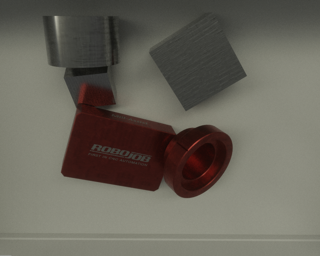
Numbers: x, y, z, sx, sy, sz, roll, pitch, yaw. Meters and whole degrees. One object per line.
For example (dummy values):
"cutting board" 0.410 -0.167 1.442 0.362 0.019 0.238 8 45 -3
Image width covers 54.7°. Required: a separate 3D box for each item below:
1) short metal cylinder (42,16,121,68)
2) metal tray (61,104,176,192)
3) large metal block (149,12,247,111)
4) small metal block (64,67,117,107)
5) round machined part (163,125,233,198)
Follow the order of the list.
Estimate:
"short metal cylinder" -0.085 -0.098 0.345 0.081 0.080 0.050 0 110 -1
"metal tray" -0.053 0.029 0.405 0.131 0.030 0.089 13 110 -18
"large metal block" 0.043 -0.080 0.369 0.080 0.050 0.080 -30 108 10
"small metal block" -0.083 -0.053 0.380 0.050 0.025 0.050 -6 138 2
"round machined part" 0.044 0.038 0.400 0.099 0.042 0.097 -22 130 -28
